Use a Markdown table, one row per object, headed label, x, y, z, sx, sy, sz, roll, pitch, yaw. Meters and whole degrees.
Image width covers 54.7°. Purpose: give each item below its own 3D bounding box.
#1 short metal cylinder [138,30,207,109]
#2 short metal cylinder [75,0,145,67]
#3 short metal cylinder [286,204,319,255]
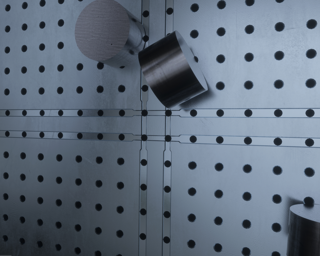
| label | x | y | z | sx | sy | sz | roll | pitch | yaw |
| --- | --- | --- | --- | --- | --- | --- | --- | --- | --- |
| short metal cylinder | 0.017 | -0.070 | 0.377 | 0.050 | 0.080 | 0.080 | -27 | 82 | 18 |
| short metal cylinder | -0.067 | -0.127 | 0.422 | 0.080 | 0.050 | 0.079 | 0 | 90 | 19 |
| short metal cylinder | 0.176 | 0.115 | 0.321 | 0.080 | 0.080 | 0.050 | 4 | 92 | 19 |
